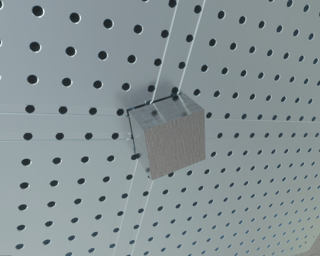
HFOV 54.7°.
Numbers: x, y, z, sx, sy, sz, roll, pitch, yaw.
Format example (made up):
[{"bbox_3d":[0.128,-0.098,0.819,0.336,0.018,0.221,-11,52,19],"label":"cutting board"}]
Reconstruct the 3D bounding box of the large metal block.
[{"bbox_3d":[0.011,0.011,0.406,0.081,0.050,0.079,-19,126,-18],"label":"large metal block"}]
